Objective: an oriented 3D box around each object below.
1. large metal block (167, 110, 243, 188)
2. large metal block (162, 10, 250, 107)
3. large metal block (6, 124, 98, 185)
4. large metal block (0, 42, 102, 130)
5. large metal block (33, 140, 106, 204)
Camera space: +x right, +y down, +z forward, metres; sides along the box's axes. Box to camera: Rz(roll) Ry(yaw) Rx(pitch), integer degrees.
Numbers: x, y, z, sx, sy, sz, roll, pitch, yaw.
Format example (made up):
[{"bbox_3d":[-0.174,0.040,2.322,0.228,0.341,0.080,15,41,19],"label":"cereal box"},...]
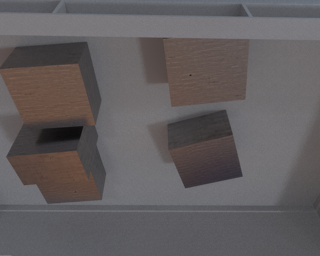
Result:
[{"bbox_3d":[0.061,0.030,0.419,0.080,0.050,0.080,-14,129,11],"label":"large metal block"},{"bbox_3d":[0.048,-0.073,0.331,0.080,0.050,0.080,-6,130,4],"label":"large metal block"},{"bbox_3d":[-0.129,0.022,0.390,0.080,0.080,0.050,-5,130,4],"label":"large metal block"},{"bbox_3d":[-0.118,-0.047,0.351,0.080,0.050,0.079,-4,130,2],"label":"large metal block"},{"bbox_3d":[-0.129,0.061,0.443,0.080,0.050,0.080,-5,130,4],"label":"large metal block"}]
